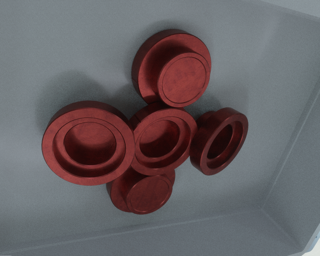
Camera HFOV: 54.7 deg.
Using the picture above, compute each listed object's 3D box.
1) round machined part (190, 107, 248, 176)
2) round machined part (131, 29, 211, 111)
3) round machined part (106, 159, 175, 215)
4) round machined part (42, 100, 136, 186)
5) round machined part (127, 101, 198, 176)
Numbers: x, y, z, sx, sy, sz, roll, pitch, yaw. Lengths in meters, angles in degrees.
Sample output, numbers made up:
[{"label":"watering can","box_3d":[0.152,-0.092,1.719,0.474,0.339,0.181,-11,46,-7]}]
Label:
[{"label":"round machined part","box_3d":[0.076,0.015,0.435,0.099,0.042,0.097,-28,135,-31]},{"label":"round machined part","box_3d":[0.019,-0.063,0.367,0.099,0.042,0.097,-14,124,-21]},{"label":"round machined part","box_3d":[-0.022,0.082,0.434,0.099,0.042,0.097,-14,124,-21]},{"label":"round machined part","box_3d":[-0.078,0.014,0.351,0.099,0.042,0.097,-4,117,-7]},{"label":"round machined part","box_3d":[-0.004,0.010,0.398,0.099,0.042,0.097,-14,124,-21]}]
